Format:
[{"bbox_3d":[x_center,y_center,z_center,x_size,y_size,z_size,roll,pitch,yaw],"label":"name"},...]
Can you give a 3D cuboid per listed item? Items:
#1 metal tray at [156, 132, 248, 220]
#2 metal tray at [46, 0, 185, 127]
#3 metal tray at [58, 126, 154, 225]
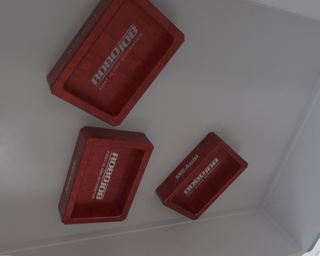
[{"bbox_3d":[0.068,0.079,0.491,0.130,0.030,0.090,-48,129,5],"label":"metal tray"},{"bbox_3d":[-0.046,-0.075,0.333,0.090,0.030,0.130,32,101,-38],"label":"metal tray"},{"bbox_3d":[-0.072,0.065,0.406,0.091,0.030,0.129,8,115,-32],"label":"metal tray"}]
